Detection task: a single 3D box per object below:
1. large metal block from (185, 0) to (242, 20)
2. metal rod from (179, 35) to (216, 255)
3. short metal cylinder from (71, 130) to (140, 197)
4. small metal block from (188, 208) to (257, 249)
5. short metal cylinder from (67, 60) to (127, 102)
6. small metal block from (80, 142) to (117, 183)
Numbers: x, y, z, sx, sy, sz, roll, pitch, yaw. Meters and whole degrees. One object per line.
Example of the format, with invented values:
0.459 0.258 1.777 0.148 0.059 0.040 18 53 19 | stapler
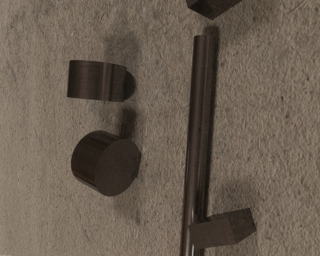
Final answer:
0.064 -0.179 0.334 0.080 0.050 0.080 -25 74 37 | large metal block
0.043 0.043 0.367 0.025 0.025 0.298 6 94 39 | metal rod
-0.074 0.048 0.427 0.050 0.081 0.079 17 101 38 | short metal cylinder
0.067 0.107 0.332 0.050 0.050 0.025 -25 75 37 | small metal block
-0.089 -0.065 0.440 0.080 0.081 0.050 9 96 39 | short metal cylinder
-0.096 0.052 0.482 0.050 0.025 0.050 17 101 38 | small metal block
